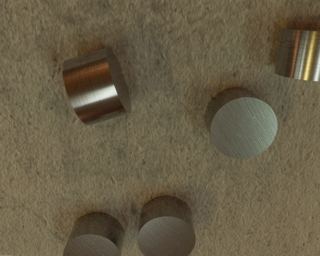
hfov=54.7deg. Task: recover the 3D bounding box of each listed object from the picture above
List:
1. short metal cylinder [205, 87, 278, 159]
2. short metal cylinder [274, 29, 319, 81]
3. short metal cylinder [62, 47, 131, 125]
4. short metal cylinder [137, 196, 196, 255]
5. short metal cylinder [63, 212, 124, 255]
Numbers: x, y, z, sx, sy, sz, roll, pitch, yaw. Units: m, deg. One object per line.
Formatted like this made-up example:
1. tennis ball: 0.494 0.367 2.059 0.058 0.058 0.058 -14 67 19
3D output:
1. short metal cylinder: 0.101 -0.007 0.395 0.081 0.050 0.079 0 110 -1
2. short metal cylinder: 0.176 -0.085 0.352 0.081 0.080 0.050 1 110 -1
3. short metal cylinder: -0.071 -0.048 0.362 0.050 0.080 0.080 -16 110 5
4. short metal cylinder: 0.009 0.147 0.451 0.081 0.050 0.079 0 110 -1
5. short metal cylinder: -0.096 0.174 0.459 0.081 0.050 0.079 0 110 -1
